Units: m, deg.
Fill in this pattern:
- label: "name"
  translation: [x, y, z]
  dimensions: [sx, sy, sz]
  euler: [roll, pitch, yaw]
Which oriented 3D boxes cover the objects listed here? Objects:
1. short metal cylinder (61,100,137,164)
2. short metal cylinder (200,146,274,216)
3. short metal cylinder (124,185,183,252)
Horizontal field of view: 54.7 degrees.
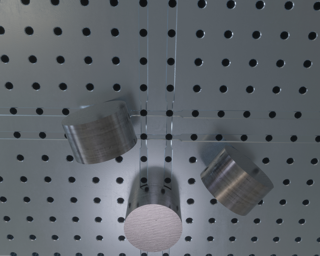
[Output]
- label: "short metal cylinder"
  translation: [-0.074, 0.003, 0.384]
  dimensions: [0.080, 0.080, 0.050]
  euler: [-13, 110, 5]
- label: "short metal cylinder"
  translation: [0.101, 0.068, 0.410]
  dimensions: [0.080, 0.080, 0.050]
  euler: [34, 107, -12]
- label: "short metal cylinder"
  translation: [-0.009, 0.130, 0.448]
  dimensions: [0.081, 0.050, 0.079]
  euler: [0, 110, 0]
